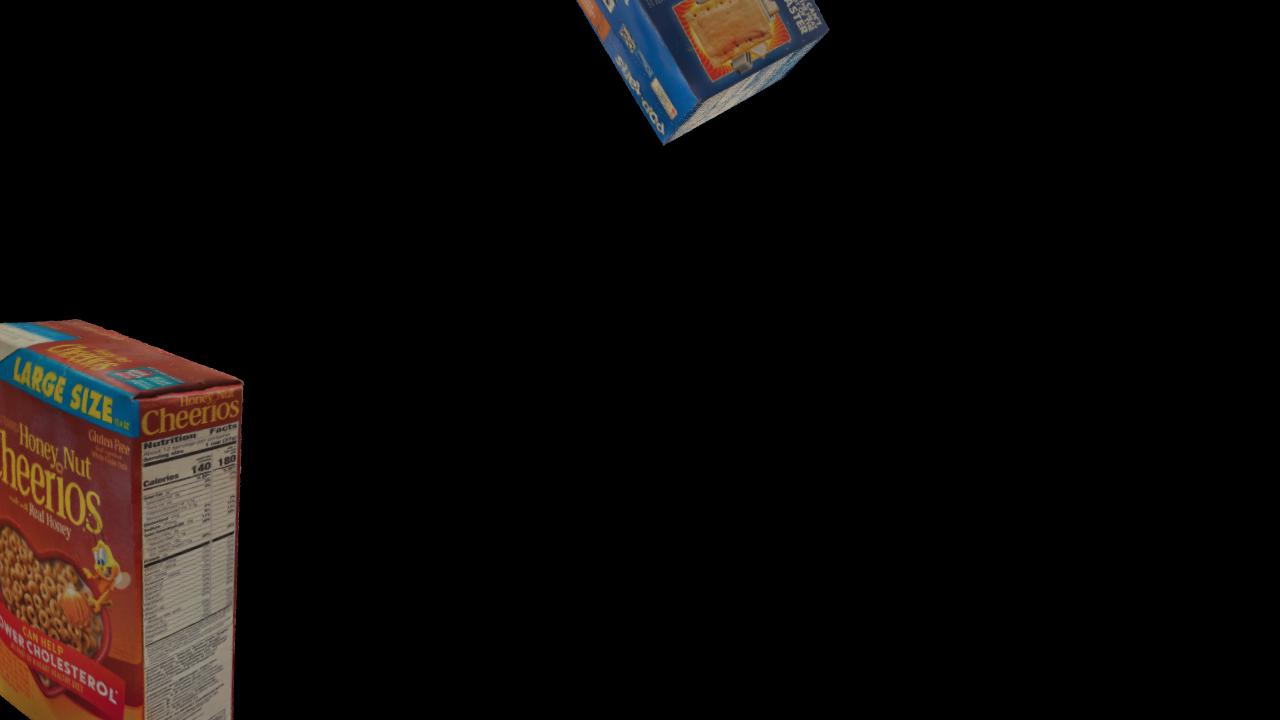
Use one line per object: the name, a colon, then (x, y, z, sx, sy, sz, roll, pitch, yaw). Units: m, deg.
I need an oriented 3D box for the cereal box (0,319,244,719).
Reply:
cereal box: (-0.398, 0.137, 0.458, 0.203, 0.306, 0.081, 15, 14, 21)

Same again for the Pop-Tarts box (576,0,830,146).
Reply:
Pop-Tarts box: (0.042, -0.289, 0.495, 0.141, 0.167, 0.083, -35, 8, -16)
